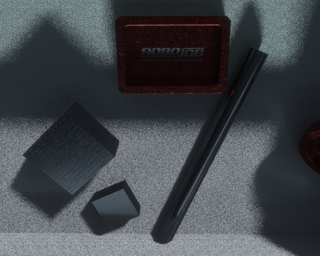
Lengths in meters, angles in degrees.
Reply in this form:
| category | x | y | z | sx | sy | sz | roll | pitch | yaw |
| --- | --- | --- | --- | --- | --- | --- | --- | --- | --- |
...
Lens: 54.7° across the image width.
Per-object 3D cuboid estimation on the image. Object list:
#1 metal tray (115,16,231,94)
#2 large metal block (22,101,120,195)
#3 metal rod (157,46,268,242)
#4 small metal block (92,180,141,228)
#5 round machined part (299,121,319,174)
| category | x | y | z | sx | sy | sz | roll | pitch | yaw |
| --- | --- | --- | --- | --- | --- | --- | --- | --- | --- |
| metal tray | 0.015 | -0.088 | 0.376 | 0.131 | 0.030 | 0.089 | 0 | 110 | -1 |
| large metal block | -0.113 | 0.026 | 0.406 | 0.080 | 0.050 | 0.080 | -42 | 105 | 13 |
| metal rod | 0.064 | 0.035 | 0.425 | 0.025 | 0.025 | 0.298 | 21 | 109 | -8 |
| small metal block | -0.063 | 0.111 | 0.451 | 0.050 | 0.025 | 0.050 | -24 | 109 | 8 |
| round machined part | 0.236 | 0.025 | 0.396 | 0.042 | 0.098 | 0.098 | -46 | 109 | -26 |
